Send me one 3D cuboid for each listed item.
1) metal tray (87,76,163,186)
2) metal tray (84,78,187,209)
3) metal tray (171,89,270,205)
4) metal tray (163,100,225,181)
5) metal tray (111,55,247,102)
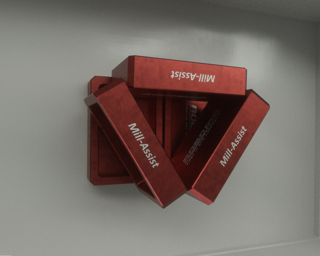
[{"bbox_3d":[-0.044,0.003,0.391,0.091,0.030,0.129,0,89,-20],"label":"metal tray"},{"bbox_3d":[-0.030,0.016,0.331,0.030,0.090,0.130,-33,101,-16],"label":"metal tray"},{"bbox_3d":[0.061,0.018,0.364,0.030,0.090,0.130,37,79,-16],"label":"metal tray"},{"bbox_3d":[0.043,0.005,0.422,0.091,0.030,0.129,1,89,-20],"label":"metal tray"},{"bbox_3d":[0.018,-0.051,0.348,0.131,0.090,0.030,2,90,-20],"label":"metal tray"}]
